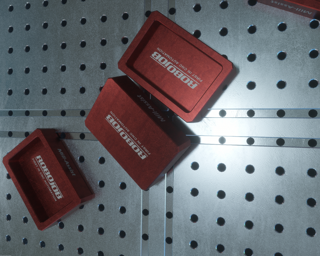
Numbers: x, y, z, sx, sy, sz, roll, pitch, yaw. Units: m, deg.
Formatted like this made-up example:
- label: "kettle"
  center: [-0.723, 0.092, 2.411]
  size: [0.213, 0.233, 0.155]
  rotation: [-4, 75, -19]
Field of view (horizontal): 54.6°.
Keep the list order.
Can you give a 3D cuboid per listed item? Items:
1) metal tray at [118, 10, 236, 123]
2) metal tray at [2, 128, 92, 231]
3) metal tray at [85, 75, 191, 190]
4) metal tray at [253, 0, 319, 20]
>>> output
- label: "metal tray"
  center: [0.020, -0.079, 0.403]
  size: [0.130, 0.030, 0.090]
  rotation: [40, 102, 15]
- label: "metal tray"
  center: [-0.173, 0.076, 0.471]
  size: [0.090, 0.030, 0.130]
  rotation: [-37, 78, 16]
- label: "metal tray"
  center: [-0.034, 0.006, 0.407]
  size: [0.130, 0.030, 0.090]
  rotation: [46, 124, 14]
- label: "metal tray"
  center: [0.168, -0.179, 0.350]
  size: [0.130, 0.030, 0.090]
  rotation: [26, 99, 18]
